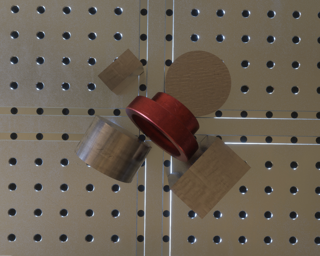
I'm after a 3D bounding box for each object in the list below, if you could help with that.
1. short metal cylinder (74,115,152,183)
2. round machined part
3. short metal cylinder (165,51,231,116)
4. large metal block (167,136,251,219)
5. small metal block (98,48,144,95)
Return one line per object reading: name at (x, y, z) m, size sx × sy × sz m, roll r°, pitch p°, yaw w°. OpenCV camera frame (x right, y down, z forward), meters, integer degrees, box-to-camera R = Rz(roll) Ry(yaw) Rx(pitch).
short metal cylinder at (-0.057, 0.026, 0.385) m, size 0.080 × 0.080 × 0.050 m, roll 31°, pitch 90°, yaw -1°
round machined part at (0.009, -0.006, 0.377) m, size 0.098 × 0.098 × 0.042 m, roll 41°, pitch 78°, yaw -1°
short metal cylinder at (0.046, -0.054, 0.401) m, size 0.081 × 0.050 × 0.079 m, roll 0°, pitch 90°, yaw -1°
large metal block at (0.056, 0.056, 0.387) m, size 0.050 × 0.080 × 0.080 m, roll 43°, pitch 90°, yaw -1°
small metal block at (-0.049, -0.071, 0.400) m, size 0.050 × 0.050 × 0.025 m, roll -42°, pitch 90°, yaw 0°
